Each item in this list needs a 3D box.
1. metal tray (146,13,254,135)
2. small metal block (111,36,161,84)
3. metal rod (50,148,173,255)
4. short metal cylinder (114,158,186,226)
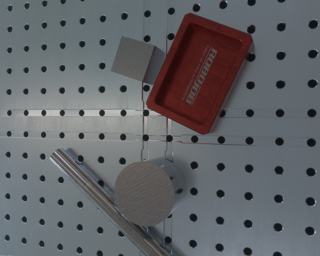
[{"bbox_3d":[0.049,-0.067,0.392,0.090,0.030,0.129,27,99,17],"label":"metal tray"},{"bbox_3d":[-0.033,-0.093,0.424,0.050,0.025,0.050,21,97,18],"label":"small metal block"},{"bbox_3d":[-0.045,0.133,0.428,0.300,0.025,0.025,40,103,15],"label":"metal rod"},{"bbox_3d":[-0.012,0.081,0.403,0.080,0.050,0.079,0,90,20],"label":"short metal cylinder"}]
